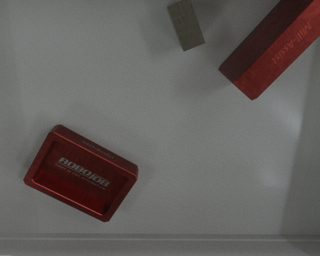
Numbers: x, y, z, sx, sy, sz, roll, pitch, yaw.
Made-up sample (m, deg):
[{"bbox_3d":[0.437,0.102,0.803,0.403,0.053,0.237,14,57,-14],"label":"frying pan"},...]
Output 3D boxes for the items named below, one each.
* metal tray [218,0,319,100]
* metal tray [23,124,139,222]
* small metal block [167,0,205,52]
[{"bbox_3d":[0.127,-0.097,0.342,0.030,0.090,0.130,39,105,-13],"label":"metal tray"},{"bbox_3d":[-0.107,0.065,0.431,0.131,0.030,0.090,30,107,-11],"label":"metal tray"},{"bbox_3d":[0.028,-0.119,0.355,0.025,0.050,0.050,-21,109,7],"label":"small metal block"}]
